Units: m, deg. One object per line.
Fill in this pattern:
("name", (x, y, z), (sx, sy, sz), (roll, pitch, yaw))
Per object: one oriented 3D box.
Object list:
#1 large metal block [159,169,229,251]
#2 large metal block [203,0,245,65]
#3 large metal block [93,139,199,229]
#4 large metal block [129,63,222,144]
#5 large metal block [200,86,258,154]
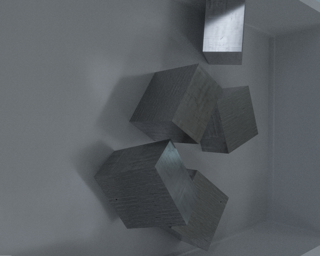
("large metal block", (0.040, 0.110, 0.426), (0.080, 0.050, 0.080), (42, 64, -32))
("large metal block", (0.095, -0.139, 0.446), (0.080, 0.050, 0.079), (5, 89, -75))
("large metal block", (-0.013, 0.066, 0.353), (0.080, 0.080, 0.050), (63, 32, -21))
("large metal block", (0.019, -0.028, 0.389), (0.050, 0.080, 0.080), (40, 66, -34))
("large metal block", (0.101, -0.014, 0.478), (0.081, 0.050, 0.080), (-25, 106, -37))
